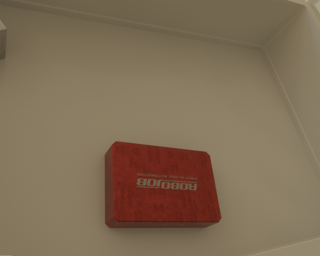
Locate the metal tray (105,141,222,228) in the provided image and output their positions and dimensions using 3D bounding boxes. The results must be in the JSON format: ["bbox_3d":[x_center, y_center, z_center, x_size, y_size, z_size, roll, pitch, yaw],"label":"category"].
[{"bbox_3d":[0.003,0.068,0.364,0.131,0.030,0.090,8,58,-24],"label":"metal tray"}]

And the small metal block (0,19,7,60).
[{"bbox_3d":[-0.199,-0.110,0.350,0.025,0.050,0.050,-30,79,-38],"label":"small metal block"}]
